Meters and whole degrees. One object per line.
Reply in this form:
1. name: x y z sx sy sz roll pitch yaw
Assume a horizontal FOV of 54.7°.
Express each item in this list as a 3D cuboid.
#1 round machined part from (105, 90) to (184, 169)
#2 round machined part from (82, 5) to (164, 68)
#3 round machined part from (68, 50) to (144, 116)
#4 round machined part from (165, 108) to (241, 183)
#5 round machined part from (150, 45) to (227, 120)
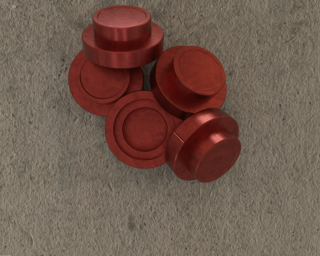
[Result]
1. round machined part: -0.019 0.002 0.402 0.099 0.042 0.097 0 90 -1
2. round machined part: -0.044 -0.115 0.373 0.099 0.098 0.042 1 132 -1
3. round machined part: -0.070 -0.064 0.403 0.099 0.042 0.097 0 90 -1
4. round machined part: 0.059 0.028 0.376 0.098 0.098 0.042 -43 50 0
5. round machined part: 0.040 -0.061 0.381 0.099 0.042 0.098 9 65 -19
